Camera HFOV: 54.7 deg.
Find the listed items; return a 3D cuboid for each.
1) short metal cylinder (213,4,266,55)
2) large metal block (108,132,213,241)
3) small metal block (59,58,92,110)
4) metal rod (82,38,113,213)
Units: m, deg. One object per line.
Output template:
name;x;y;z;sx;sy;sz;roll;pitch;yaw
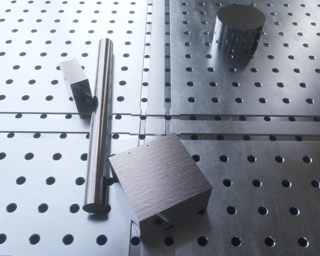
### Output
short metal cylinder;0.136;-0.171;0.537;0.081;0.050;0.080;0;50;0
large metal block;-0.001;0.062;0.340;0.081;0.050;0.080;-21;53;-17
small metal block;-0.119;-0.062;0.442;0.025;0.050;0.050;-23;54;-18
metal rod;-0.081;-0.028;0.429;0.025;0.025;0.300;-3;50;-3
